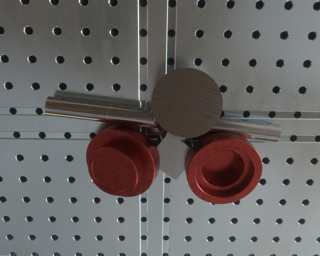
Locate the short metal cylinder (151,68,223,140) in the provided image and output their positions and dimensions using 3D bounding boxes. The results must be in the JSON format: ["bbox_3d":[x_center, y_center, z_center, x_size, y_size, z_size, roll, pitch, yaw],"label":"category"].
[{"bbox_3d":[0.029,-0.026,0.371,0.081,0.050,0.080,0,85,-4],"label":"short metal cylinder"}]

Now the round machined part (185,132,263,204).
[{"bbox_3d":[0.083,0.050,0.417,0.099,0.042,0.097,-1,113,-3],"label":"round machined part"}]

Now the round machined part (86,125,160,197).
[{"bbox_3d":[-0.053,0.048,0.404,0.098,0.042,0.097,6,112,16],"label":"round machined part"}]

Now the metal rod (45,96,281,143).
[{"bbox_3d":[0.006,-0.011,0.406,0.302,0.025,0.025,7,110,-3],"label":"metal rod"}]

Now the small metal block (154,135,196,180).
[{"bbox_3d":[0.016,0.034,0.422,0.050,0.025,0.050,35,106,-12],"label":"small metal block"}]
